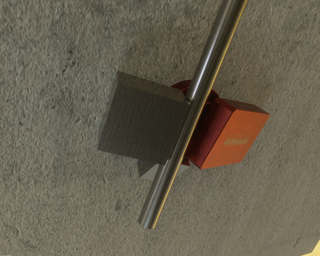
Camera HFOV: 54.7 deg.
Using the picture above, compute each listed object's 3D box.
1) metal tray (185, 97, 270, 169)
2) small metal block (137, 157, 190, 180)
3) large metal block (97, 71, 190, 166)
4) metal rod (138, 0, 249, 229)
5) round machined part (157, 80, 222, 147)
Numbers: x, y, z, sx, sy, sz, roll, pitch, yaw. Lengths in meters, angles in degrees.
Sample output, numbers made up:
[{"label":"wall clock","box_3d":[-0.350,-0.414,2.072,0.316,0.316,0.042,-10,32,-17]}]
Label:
[{"label":"metal tray","box_3d":[0.098,0.008,0.435,0.131,0.030,0.089,2,121,-52]},{"label":"small metal block","box_3d":[0.005,0.050,0.429,0.050,0.025,0.050,17,135,-35]},{"label":"large metal block","box_3d":[-0.022,-0.011,0.359,0.081,0.050,0.079,15,112,-15]},{"label":"metal rod","box_3d":[0.031,-0.005,0.368,0.025,0.025,0.298,8,112,-32]},{"label":"round machined part","box_3d":[0.042,-0.011,0.413,0.099,0.042,0.097,-14,124,-21]}]
